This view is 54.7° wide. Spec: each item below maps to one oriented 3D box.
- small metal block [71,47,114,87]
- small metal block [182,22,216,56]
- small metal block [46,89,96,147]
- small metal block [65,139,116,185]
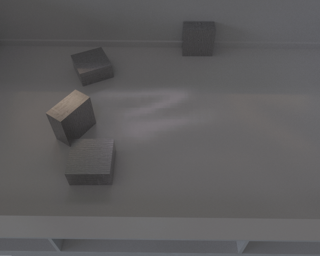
[{"bbox_3d":[-0.106,-0.097,0.486,0.050,0.025,0.050,-20,53,-16],"label":"small metal block"},{"bbox_3d":[0.063,-0.147,0.512,0.050,0.050,0.025,0,50,0],"label":"small metal block"},{"bbox_3d":[-0.112,-0.012,0.398,0.025,0.050,0.050,28,55,21],"label":"small metal block"},{"bbox_3d":[-0.081,0.040,0.371,0.050,0.025,0.050,0,50,0],"label":"small metal block"}]
